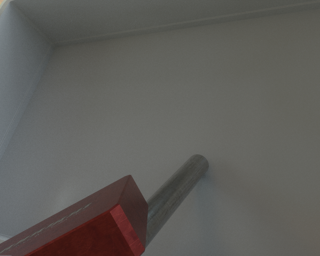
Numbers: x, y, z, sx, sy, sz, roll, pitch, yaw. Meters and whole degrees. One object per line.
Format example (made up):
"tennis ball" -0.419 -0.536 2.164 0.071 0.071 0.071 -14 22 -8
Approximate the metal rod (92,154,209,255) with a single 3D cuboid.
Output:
"metal rod" -0.023 0.085 0.233 0.025 0.302 0.025 9 111 25

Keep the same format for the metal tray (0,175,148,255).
"metal tray" -0.073 0.082 0.204 0.130 0.090 0.030 -28 93 0
